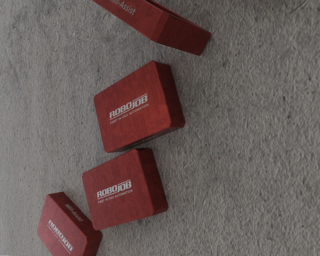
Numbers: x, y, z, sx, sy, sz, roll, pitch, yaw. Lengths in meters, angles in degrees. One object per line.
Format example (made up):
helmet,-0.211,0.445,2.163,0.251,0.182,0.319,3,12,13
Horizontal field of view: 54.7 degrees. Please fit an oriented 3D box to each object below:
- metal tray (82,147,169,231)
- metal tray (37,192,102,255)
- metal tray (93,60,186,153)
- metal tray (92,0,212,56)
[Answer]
metal tray,-0.056,0.090,0.448,0.130,0.030,0.090,-27,73,37
metal tray,-0.160,0.183,0.534,0.130,0.030,0.089,32,110,35
metal tray,-0.034,-0.025,0.430,0.130,0.030,0.090,-23,76,37
metal tray,-0.013,-0.135,0.372,0.130,0.091,0.030,42,116,32
